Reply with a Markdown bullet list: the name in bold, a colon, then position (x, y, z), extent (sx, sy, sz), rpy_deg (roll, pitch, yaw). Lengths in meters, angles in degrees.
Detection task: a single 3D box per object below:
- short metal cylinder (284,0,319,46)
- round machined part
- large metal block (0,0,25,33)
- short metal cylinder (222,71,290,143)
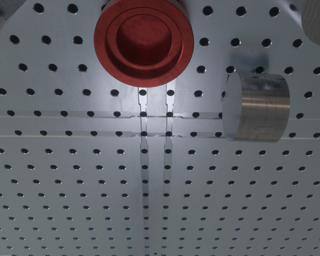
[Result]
- **short metal cylinder**: position (0.166, -0.124, 0.291), extent (0.081, 0.050, 0.079), rpy_deg (0, 130, 0)
- **round machined part**: position (-0.016, -0.094, 0.320), extent (0.099, 0.042, 0.097), rpy_deg (0, 130, 0)
- **large metal block**: position (-0.196, -0.114, 0.296), extent (0.080, 0.050, 0.080), rpy_deg (-35, 122, 26)
- **short metal cylinder**: position (0.107, -0.023, 0.357), extent (0.050, 0.080, 0.079), rpy_deg (3, 130, -3)
